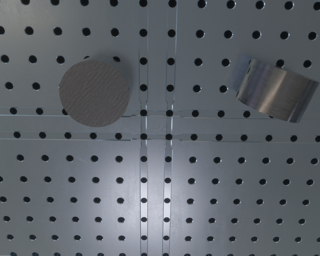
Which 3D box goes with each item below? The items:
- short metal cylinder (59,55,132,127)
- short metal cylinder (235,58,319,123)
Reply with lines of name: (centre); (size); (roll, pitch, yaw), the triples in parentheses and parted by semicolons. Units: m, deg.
short metal cylinder: (-0.076, -0.047, 0.382); (0.081, 0.050, 0.079); (0, 110, 0)
short metal cylinder: (0.138, -0.046, 0.368); (0.080, 0.080, 0.050); (17, 109, -7)
